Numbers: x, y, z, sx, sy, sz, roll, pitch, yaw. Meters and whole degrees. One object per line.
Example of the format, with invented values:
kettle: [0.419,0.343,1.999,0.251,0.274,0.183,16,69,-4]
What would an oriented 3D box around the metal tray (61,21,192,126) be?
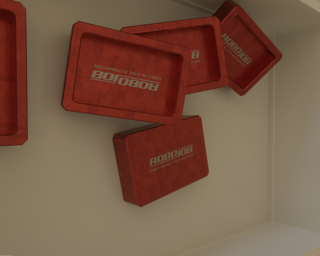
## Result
metal tray: [-0.035,-0.055,0.341,0.131,0.030,0.089,8,92,-21]

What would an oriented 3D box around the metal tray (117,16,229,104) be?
metal tray: [0.017,-0.085,0.390,0.131,0.030,0.089,-13,100,-18]

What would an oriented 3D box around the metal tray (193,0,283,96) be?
metal tray: [0.115,-0.115,0.468,0.131,0.030,0.090,29,112,-37]

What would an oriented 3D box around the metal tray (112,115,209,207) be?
metal tray: [0.007,0.038,0.411,0.131,0.030,0.089,-16,100,-39]

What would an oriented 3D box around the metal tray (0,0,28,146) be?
metal tray: [-0.165,-0.048,0.265,0.091,0.030,0.129,-1,91,-40]
